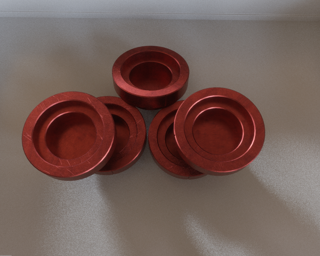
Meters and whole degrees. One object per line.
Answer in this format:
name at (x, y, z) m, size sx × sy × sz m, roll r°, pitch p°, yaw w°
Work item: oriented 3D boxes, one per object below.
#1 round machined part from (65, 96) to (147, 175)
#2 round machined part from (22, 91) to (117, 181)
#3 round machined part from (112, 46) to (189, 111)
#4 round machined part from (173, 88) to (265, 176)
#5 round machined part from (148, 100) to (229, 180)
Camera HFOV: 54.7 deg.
round machined part at (-0.066, 0.012, 0.394) m, size 0.099 × 0.042 × 0.098 m, roll 0°, pitch 70°, yaw 0°
round machined part at (-0.098, 0.011, 0.350) m, size 0.099 × 0.042 × 0.098 m, roll 0°, pitch 70°, yaw 0°
round machined part at (-0.012, -0.062, 0.411) m, size 0.099 × 0.042 × 0.098 m, roll 1°, pitch 52°, yaw -1°
round machined part at (0.064, 0.007, 0.353) m, size 0.099 × 0.042 × 0.098 m, roll 0°, pitch 70°, yaw 0°
round machined part at (0.035, 0.017, 0.393) m, size 0.099 × 0.042 × 0.098 m, roll 0°, pitch 70°, yaw 0°
